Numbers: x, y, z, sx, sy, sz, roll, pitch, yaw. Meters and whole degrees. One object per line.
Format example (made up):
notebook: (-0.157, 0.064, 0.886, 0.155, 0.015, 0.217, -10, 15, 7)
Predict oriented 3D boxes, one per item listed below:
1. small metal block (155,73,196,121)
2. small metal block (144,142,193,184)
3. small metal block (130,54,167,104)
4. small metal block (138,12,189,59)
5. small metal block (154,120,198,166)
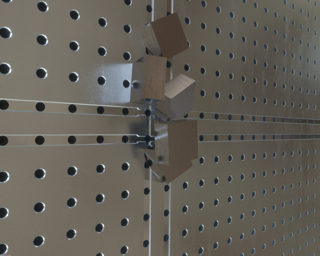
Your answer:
small metal block: (0.020, -0.036, 0.409, 0.050, 0.025, 0.050, -38, 147, -33)
small metal block: (0.012, 0.040, 0.418, 0.050, 0.025, 0.050, -30, 109, -36)
small metal block: (-0.015, -0.057, 0.376, 0.025, 0.050, 0.050, 5, 87, -23)
small metal block: (0.006, -0.120, 0.413, 0.050, 0.025, 0.050, -35, 112, -34)
small metal block: (0.021, 0.017, 0.391, 0.050, 0.025, 0.050, -9, 99, -40)
